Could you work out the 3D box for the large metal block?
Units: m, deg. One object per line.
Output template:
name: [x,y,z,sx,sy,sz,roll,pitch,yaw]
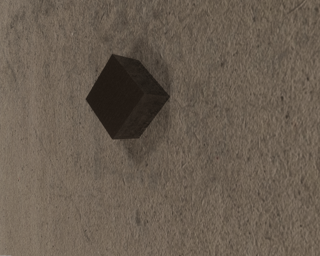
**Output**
large metal block: [-0.046,-0.041,0.425,0.080,0.050,0.080,52,120,27]
